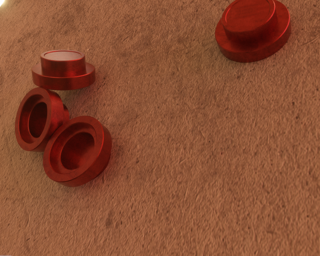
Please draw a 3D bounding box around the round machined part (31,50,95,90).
[{"bbox_3d":[-0.155,-0.098,0.501,0.099,0.042,0.098,4,27,-2],"label":"round machined part"}]

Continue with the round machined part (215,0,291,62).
[{"bbox_3d":[0.121,-0.140,0.415,0.098,0.042,0.098,-13,56,21],"label":"round machined part"}]

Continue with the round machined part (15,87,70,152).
[{"bbox_3d":[-0.179,-0.011,0.480,0.098,0.042,0.098,-8,76,36],"label":"round machined part"}]

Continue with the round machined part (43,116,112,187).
[{"bbox_3d":[-0.108,0.035,0.428,0.098,0.042,0.098,-13,56,21],"label":"round machined part"}]
